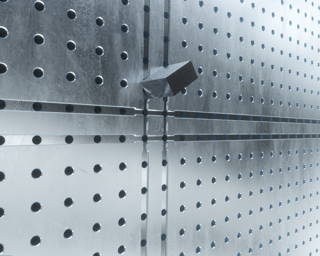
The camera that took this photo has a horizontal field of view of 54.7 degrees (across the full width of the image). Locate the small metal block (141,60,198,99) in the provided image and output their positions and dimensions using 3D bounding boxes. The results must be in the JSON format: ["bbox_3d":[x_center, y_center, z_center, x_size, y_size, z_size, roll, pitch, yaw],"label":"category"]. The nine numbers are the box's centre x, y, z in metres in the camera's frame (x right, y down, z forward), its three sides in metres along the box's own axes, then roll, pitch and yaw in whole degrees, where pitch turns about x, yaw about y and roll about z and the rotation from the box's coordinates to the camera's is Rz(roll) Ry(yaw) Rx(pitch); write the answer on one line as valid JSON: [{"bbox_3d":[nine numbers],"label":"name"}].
[{"bbox_3d":[0.012,-0.063,0.405,0.050,0.050,0.025,-39,115,-33],"label":"small metal block"}]
